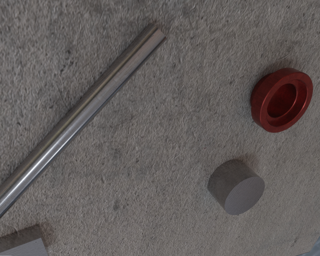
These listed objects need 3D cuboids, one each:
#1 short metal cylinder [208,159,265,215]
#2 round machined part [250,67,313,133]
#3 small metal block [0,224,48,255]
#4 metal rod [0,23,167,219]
[{"bbox_3d":[0.129,0.100,0.526,0.081,0.050,0.079,-14,125,-21],"label":"short metal cylinder"},{"bbox_3d":[0.177,-0.045,0.467,0.099,0.042,0.097,-14,125,-21],"label":"round machined part"},{"bbox_3d":[-0.179,0.162,0.410,0.050,0.025,0.050,-16,125,-20],"label":"small metal block"},{"bbox_3d":[-0.104,0.002,0.351,0.300,0.025,0.025,-46,130,4],"label":"metal rod"}]
